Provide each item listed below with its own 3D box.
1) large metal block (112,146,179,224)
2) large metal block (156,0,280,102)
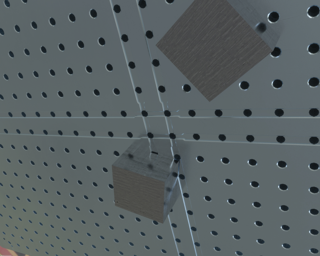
[{"bbox_3d":[-0.021,0.083,0.458,0.080,0.050,0.079,15,125,20],"label":"large metal block"},{"bbox_3d":[0.057,-0.087,0.311,0.080,0.050,0.080,46,129,-4],"label":"large metal block"}]
